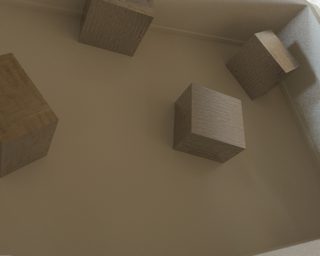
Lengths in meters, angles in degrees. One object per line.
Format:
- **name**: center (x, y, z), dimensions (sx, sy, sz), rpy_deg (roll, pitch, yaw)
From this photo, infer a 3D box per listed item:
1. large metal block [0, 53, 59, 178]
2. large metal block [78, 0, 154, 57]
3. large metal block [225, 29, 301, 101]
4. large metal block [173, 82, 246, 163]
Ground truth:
- **large metal block**: center (-0.148, -0.010, 0.297), dimensions (0.050, 0.080, 0.080), rpy_deg (-30, 79, -38)
- **large metal block**: center (-0.062, -0.153, 0.430), dimensions (0.081, 0.080, 0.050), rpy_deg (10, 58, -23)
- **large metal block**: center (0.173, -0.106, 0.528), dimensions (0.050, 0.080, 0.080), rpy_deg (-25, 75, -37)
- **large metal block**: center (0.067, -0.006, 0.429), dimensions (0.081, 0.050, 0.080), rpy_deg (17, 55, -19)
